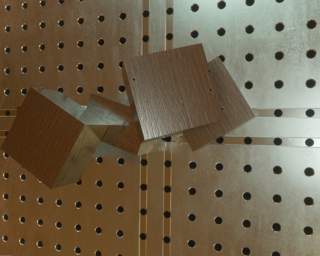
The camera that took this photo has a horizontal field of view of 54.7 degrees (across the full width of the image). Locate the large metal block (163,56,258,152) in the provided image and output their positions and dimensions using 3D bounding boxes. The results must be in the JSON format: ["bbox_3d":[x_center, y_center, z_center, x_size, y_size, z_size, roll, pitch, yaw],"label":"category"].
[{"bbox_3d":[0.060,-0.027,0.377,0.080,0.050,0.080,-32,80,17],"label":"large metal block"}]

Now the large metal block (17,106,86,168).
[{"bbox_3d":[-0.146,0.009,0.433,0.050,0.080,0.080,-7,88,19],"label":"large metal block"}]

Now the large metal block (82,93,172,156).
[{"bbox_3d":[-0.040,-0.005,0.396,0.080,0.080,0.050,20,97,18],"label":"large metal block"}]

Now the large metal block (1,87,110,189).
[{"bbox_3d":[-0.119,0.010,0.354,0.080,0.050,0.080,33,100,17],"label":"large metal block"}]

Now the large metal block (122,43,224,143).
[{"bbox_3d":[0.010,-0.034,0.322,0.081,0.050,0.080,-14,85,-10],"label":"large metal block"}]
